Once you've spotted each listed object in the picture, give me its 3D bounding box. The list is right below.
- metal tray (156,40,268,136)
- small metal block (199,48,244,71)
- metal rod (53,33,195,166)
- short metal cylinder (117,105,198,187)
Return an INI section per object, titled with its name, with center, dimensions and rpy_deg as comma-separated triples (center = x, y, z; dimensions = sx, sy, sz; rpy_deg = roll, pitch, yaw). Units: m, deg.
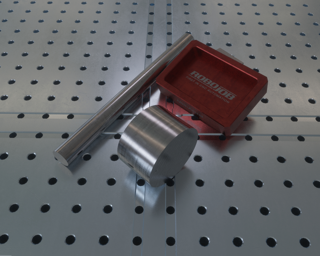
[metal tray]
center = 0.071, -0.060, 0.436
dimensions = 0.130, 0.030, 0.090
rpy_deg = 37, 79, 26
[small metal block]
center = 0.094, -0.095, 0.488
dimensions = 0.050, 0.025, 0.050
rpy_deg = -32, 57, -24
[metal rod]
center = -0.036, -0.058, 0.455
dimensions = 0.025, 0.025, 0.301
rpy_deg = 28, 55, 21
[short metal cylinder]
center = -0.002, 0.020, 0.355
dimensions = 0.050, 0.080, 0.080
rpy_deg = 36, 59, 26
